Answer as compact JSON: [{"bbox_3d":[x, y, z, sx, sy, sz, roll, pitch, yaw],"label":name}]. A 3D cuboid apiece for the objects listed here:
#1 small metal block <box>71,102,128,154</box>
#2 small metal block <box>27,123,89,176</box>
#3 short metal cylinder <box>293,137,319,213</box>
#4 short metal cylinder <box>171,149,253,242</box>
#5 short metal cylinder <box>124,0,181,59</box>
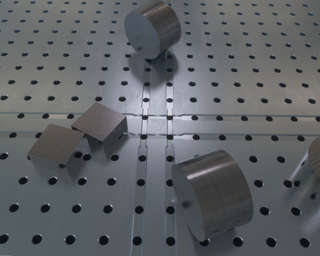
[{"bbox_3d":[-0.079,-0.002,0.408,0.050,0.025,0.050,25,54,19],"label":"small metal block"},{"bbox_3d":[-0.125,0.026,0.385,0.050,0.025,0.050,14,52,12],"label":"small metal block"},{"bbox_3d":[0.199,0.053,0.348,0.081,0.050,0.080,0,50,0],"label":"short metal cylinder"},{"bbox_3d":[0.050,0.067,0.316,0.050,0.080,0.080,-17,52,-13],"label":"short metal cylinder"},{"bbox_3d":[-0.012,-0.160,0.506,0.080,0.080,0.050,35,59,26],"label":"short metal cylinder"}]
